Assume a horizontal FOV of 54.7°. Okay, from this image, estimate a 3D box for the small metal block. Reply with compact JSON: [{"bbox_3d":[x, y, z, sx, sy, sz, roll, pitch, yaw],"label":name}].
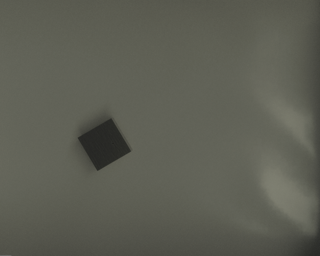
[{"bbox_3d":[-0.072,0.021,0.411,0.050,0.025,0.050,-30,90,-1],"label":"small metal block"}]
